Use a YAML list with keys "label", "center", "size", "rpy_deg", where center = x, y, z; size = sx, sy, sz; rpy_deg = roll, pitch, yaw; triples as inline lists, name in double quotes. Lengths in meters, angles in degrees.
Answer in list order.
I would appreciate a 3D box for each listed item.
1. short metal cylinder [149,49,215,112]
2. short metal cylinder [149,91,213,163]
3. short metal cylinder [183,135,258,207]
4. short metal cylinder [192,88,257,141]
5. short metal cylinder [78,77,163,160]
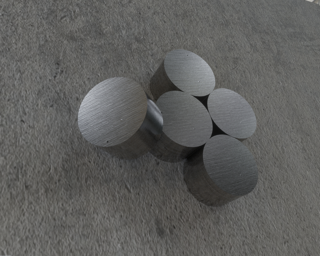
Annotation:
- label: "short metal cylinder"
  center: [0.032, -0.066, 0.446]
  size: [0.081, 0.050, 0.080]
  rpy_deg: [14, 56, -21]
- label: "short metal cylinder"
  center: [0.020, -0.001, 0.400]
  size: [0.081, 0.050, 0.080]
  rpy_deg: [14, 56, -21]
- label: "short metal cylinder"
  center: [0.077, 0.055, 0.397]
  size: [0.081, 0.050, 0.080]
  rpy_deg: [14, 56, -21]
- label: "short metal cylinder"
  center: [0.089, -0.010, 0.443]
  size: [0.081, 0.050, 0.080]
  rpy_deg: [14, 56, -21]
- label: "short metal cylinder"
  center: [-0.043, -0.010, 0.346]
  size: [0.080, 0.050, 0.080]
  rpy_deg: [-7, 67, 17]
